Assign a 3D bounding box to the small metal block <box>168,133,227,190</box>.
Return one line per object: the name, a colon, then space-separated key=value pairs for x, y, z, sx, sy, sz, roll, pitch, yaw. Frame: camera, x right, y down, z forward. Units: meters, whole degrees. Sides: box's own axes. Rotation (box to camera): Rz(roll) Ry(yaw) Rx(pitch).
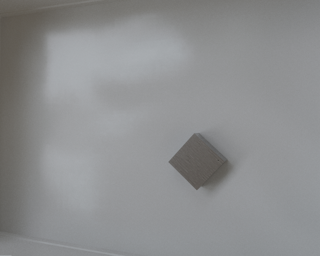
small metal block: x=0.048 y=0.042 z=0.394 sx=0.050 sy=0.025 sz=0.050 roll=44 pitch=104 yaw=14
